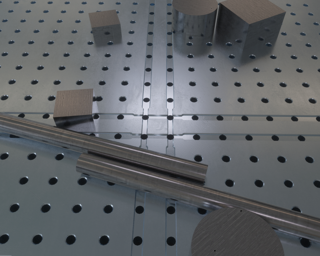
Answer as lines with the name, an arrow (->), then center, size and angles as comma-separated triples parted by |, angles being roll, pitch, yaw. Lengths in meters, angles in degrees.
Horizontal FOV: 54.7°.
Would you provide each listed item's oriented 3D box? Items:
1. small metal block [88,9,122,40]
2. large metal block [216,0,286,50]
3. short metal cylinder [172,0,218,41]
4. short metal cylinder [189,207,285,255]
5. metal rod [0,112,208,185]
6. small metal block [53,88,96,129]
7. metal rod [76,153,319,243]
small metal block -> -0.100, -0.189, 0.566 | 0.050, 0.025, 0.050 | -12, 51, -10
large metal block -> 0.160, -0.194, 0.555 | 0.081, 0.050, 0.080 | -23, 54, -19
short metal cylinder -> 0.061, -0.203, 0.562 | 0.080, 0.050, 0.080 | 0, 50, 0
short metal cylinder -> 0.068, 0.122, 0.289 | 0.080, 0.050, 0.080 | 0, 50, 0
metal rod -> -0.091, 0.021, 0.389 | 0.301, 0.025, 0.025 | 13, 51, 11
small metal block -> -0.117, -0.027, 0.429 | 0.050, 0.025, 0.050 | -4, 50, -4
metal rod -> 0.049, 0.077, 0.342 | 0.301, 0.025, 0.025 | 14, 52, 11
